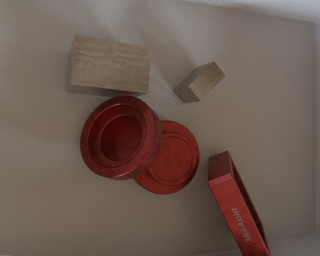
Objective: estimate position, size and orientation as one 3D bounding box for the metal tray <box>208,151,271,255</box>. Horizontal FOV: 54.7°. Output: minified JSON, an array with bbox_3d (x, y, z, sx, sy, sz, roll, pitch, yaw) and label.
[{"bbox_3d":[0.105,0.105,0.415,0.030,0.090,0.129,-24,100,15],"label":"metal tray"}]

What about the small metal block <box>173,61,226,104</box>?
[{"bbox_3d":[0.052,-0.060,0.418,0.050,0.050,0.025,-45,105,-15],"label":"small metal block"}]

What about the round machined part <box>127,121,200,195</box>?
[{"bbox_3d":[0.008,0.039,0.406,0.099,0.042,0.097,0,90,-21],"label":"round machined part"}]

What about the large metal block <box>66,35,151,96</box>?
[{"bbox_3d":[-0.063,-0.066,0.359,0.081,0.080,0.050,5,89,-20],"label":"large metal block"}]

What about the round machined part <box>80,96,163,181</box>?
[{"bbox_3d":[-0.042,0.014,0.368,0.098,0.098,0.042,-65,151,-9],"label":"round machined part"}]
